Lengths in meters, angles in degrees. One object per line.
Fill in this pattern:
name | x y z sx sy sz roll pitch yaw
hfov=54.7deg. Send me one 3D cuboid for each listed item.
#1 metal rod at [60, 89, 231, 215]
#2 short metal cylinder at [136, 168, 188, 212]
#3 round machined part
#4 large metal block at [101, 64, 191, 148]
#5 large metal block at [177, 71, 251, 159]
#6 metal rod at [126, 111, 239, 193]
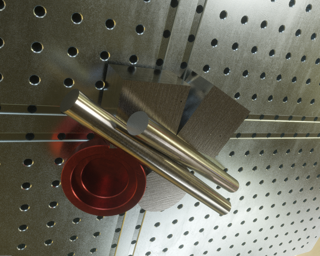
metal rod | 0.008 0.048 0.374 0.025 0.025 0.301 -47 130 5
short metal cylinder | -0.004 0.068 0.429 0.081 0.050 0.079 -14 124 -21
round machined part | -0.066 0.056 0.380 0.099 0.042 0.097 -1 113 -3
large metal block | -0.021 -0.024 0.360 0.081 0.050 0.079 1 118 -29
large metal block | 0.058 -0.016 0.411 0.080 0.050 0.080 27 104 -38
metal rod | 0.052 0.048 0.416 0.025 0.025 0.301 -48 144 5
